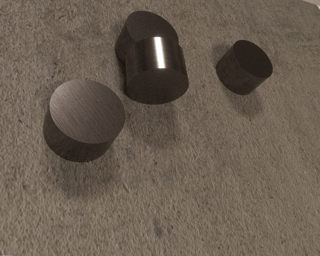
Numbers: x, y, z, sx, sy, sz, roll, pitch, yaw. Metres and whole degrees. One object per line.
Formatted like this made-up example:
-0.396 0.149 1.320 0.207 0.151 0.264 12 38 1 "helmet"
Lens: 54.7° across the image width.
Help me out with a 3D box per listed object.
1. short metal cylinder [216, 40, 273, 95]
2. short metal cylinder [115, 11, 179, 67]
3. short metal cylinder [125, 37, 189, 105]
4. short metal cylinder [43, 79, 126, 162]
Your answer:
0.144 -0.103 0.531 0.081 0.050 0.080 14 56 -21 "short metal cylinder"
-0.020 -0.123 0.454 0.081 0.050 0.080 14 56 -21 "short metal cylinder"
-0.005 -0.074 0.412 0.081 0.080 0.050 7 59 -25 "short metal cylinder"
-0.085 -0.008 0.347 0.081 0.050 0.080 14 56 -21 "short metal cylinder"
